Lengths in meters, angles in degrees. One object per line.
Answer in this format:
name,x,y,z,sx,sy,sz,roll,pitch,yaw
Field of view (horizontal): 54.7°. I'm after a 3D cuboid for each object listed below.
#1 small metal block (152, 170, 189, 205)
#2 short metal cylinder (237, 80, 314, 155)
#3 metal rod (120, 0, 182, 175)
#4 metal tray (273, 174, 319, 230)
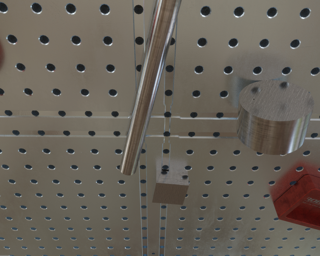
small metal block,0.016,0.096,0.494,0.050,0.025,0.050,6,130,-6
short metal cylinder,0.133,-0.014,0.366,0.080,0.080,0.050,-4,130,3
metal rod,-0.014,-0.049,0.369,0.025,0.025,0.298,10,130,-9
metal tray,0.275,0.132,0.525,0.131,0.030,0.089,18,128,-16
